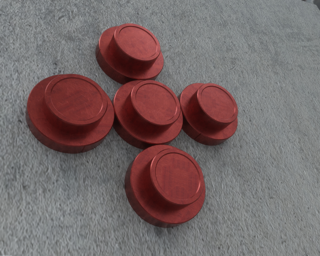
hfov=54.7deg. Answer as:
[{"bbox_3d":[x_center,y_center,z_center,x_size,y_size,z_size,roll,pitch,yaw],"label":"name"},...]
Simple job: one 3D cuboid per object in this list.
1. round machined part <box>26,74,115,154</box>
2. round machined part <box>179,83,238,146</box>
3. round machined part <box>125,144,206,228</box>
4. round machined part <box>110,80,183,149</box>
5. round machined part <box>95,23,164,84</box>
[{"bbox_3d":[-0.099,-0.023,0.356,0.099,0.042,0.098,14,56,-21],"label":"round machined part"},{"bbox_3d":[0.074,-0.026,0.452,0.099,0.042,0.098,14,56,-21],"label":"round machined part"},{"bbox_3d":[0.012,0.063,0.363,0.099,0.042,0.098,14,56,-21],"label":"round machined part"},{"bbox_3d":[-0.013,-0.023,0.403,0.099,0.042,0.098,14,56,-21],"label":"round machined part"},{"bbox_3d":[-0.039,-0.110,0.442,0.099,0.042,0.098,14,56,-21],"label":"round machined part"}]
